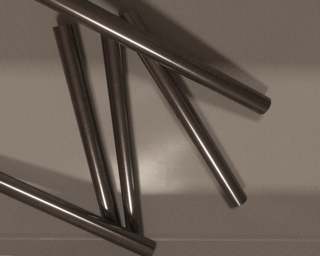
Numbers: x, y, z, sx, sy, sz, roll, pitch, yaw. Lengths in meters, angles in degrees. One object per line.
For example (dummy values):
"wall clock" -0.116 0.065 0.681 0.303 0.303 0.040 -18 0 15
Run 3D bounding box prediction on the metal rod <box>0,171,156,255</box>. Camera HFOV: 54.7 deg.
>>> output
"metal rod" -0.147 0.109 0.431 0.301 0.025 0.025 25 108 -3

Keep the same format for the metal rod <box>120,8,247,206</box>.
"metal rod" 0.037 -0.014 0.406 0.025 0.025 0.299 -30 108 10

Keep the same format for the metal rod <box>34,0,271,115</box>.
"metal rod" 0.004 -0.086 0.356 0.302 0.025 0.025 23 109 -18

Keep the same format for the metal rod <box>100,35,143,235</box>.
"metal rod" -0.048 0.024 0.419 0.025 0.025 0.298 -4 110 1

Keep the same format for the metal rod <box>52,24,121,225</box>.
"metal rod" -0.092 0.017 0.416 0.025 0.025 0.298 -8 110 2
